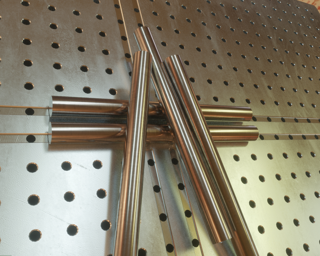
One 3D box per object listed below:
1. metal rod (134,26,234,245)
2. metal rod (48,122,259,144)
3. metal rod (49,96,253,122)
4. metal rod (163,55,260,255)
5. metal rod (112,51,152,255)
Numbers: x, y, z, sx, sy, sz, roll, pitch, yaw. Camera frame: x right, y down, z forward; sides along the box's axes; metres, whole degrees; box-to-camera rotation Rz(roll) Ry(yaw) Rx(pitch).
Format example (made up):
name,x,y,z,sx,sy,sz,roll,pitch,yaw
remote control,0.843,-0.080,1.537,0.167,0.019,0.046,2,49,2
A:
name,x,y,z,sx,sy,sz,roll,pitch,yaw
metal rod,0.022,-0.007,0.394,0.025,0.025,0.299,-6,65,-31
metal rod,0.012,0.007,0.412,0.303,0.025,0.025,1,62,-28
metal rod,0.007,-0.023,0.428,0.303,0.025,0.025,1,62,-28
metal rod,0.065,0.042,0.395,0.025,0.025,0.299,-11,75,-33
metal rod,-0.030,0.041,0.344,0.025,0.025,0.299,14,63,-21
